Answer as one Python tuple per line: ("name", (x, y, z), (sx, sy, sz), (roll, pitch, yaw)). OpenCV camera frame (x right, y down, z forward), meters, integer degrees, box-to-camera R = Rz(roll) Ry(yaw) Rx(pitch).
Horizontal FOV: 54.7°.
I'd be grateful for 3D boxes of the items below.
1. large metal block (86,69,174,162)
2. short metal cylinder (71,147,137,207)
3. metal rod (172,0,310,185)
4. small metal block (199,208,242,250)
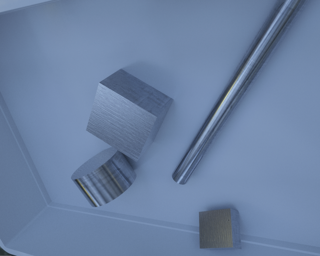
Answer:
("large metal block", (-0.041, -0.017, 0.402), (0.080, 0.050, 0.079), (31, 128, 7))
("short metal cylinder", (-0.082, 0.070, 0.458), (0.080, 0.080, 0.050), (-21, 107, 35))
("metal rod", (0.080, -0.036, 0.343), (0.025, 0.025, 0.298), (32, 128, 7))
("small metal block", (0.083, 0.142, 0.433), (0.050, 0.050, 0.025), (-18, 147, 34))
